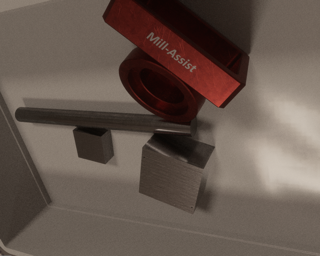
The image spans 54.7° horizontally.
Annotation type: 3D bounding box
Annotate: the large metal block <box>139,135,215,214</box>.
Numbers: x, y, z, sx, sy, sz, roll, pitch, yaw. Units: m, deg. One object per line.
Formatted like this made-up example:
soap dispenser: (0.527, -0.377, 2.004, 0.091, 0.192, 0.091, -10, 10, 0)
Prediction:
large metal block: (0.021, 0.057, 0.415, 0.080, 0.050, 0.079, 18, 126, 17)

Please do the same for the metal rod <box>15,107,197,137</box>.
metal rod: (-0.094, -0.012, 0.448, 0.301, 0.025, 0.025, 4, 121, 25)

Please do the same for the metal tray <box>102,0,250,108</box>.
metal tray: (0.022, -0.084, 0.292, 0.130, 0.090, 0.030, 37, 123, -4)

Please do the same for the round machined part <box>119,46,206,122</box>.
round machined part: (0.007, -0.053, 0.343, 0.098, 0.042, 0.098, 27, 156, 14)

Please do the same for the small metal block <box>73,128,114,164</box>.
small metal block: (-0.101, 0.023, 0.474, 0.050, 0.025, 0.050, 11, 123, 22)
